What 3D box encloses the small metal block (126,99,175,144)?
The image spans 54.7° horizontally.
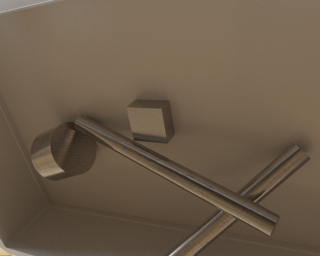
[{"bbox_3d":[-0.012,-0.009,0.408,0.050,0.025,0.050,4,120,26],"label":"small metal block"}]

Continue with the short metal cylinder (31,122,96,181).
[{"bbox_3d":[-0.145,0.036,0.469,0.050,0.080,0.080,-19,109,35],"label":"short metal cylinder"}]

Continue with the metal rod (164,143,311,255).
[{"bbox_3d":[0.055,0.129,0.376,0.025,0.025,0.299,44,102,-3],"label":"metal rod"}]

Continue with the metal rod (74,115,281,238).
[{"bbox_3d":[0.000,0.047,0.392,0.300,0.025,0.025,25,128,29],"label":"metal rod"}]
